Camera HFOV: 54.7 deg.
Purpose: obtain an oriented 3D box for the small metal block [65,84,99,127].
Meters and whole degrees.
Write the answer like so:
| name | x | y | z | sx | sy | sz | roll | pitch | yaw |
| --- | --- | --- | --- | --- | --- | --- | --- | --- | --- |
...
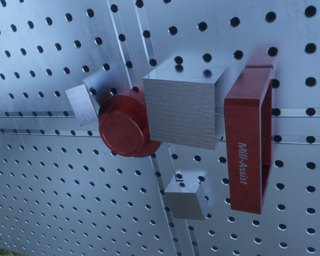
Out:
| name | x | y | z | sx | sy | sz | roll | pitch | yaw |
| --- | --- | --- | --- | --- | --- | --- | --- | --- | --- |
| small metal block | -0.105 | -0.033 | 0.422 | 0.025 | 0.050 | 0.050 | -21 | 103 | -9 |

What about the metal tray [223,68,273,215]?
| name | x | y | z | sx | sy | sz | roll | pitch | yaw |
| --- | --- | --- | --- | --- | --- | --- | --- | --- | --- |
| metal tray | 0.097 | 0.012 | 0.325 | 0.030 | 0.090 | 0.129 | 4 | 120 | 26 |

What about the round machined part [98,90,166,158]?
| name | x | y | z | sx | sy | sz | roll | pitch | yaw |
| --- | --- | --- | --- | --- | --- | --- | --- | --- | --- |
| round machined part | -0.043 | 0.001 | 0.422 | 0.098 | 0.042 | 0.097 | 13 | 124 | 20 |

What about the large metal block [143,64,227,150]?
| name | x | y | z | sx | sy | sz | roll | pitch | yaw |
| --- | --- | --- | --- | --- | --- | --- | --- | --- | --- |
| large metal block | 0.032 | -0.027 | 0.361 | 0.080 | 0.050 | 0.079 | 8 | 122 | 23 |

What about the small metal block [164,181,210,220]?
| name | x | y | z | sx | sy | sz | roll | pitch | yaw |
| --- | --- | --- | --- | --- | --- | --- | --- | --- | --- |
| small metal block | 0.040 | 0.106 | 0.455 | 0.050 | 0.025 | 0.050 | -6 | 116 | 30 |
